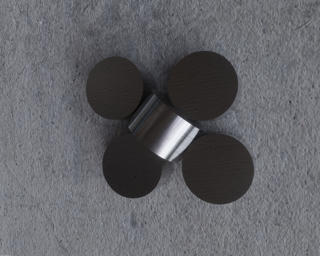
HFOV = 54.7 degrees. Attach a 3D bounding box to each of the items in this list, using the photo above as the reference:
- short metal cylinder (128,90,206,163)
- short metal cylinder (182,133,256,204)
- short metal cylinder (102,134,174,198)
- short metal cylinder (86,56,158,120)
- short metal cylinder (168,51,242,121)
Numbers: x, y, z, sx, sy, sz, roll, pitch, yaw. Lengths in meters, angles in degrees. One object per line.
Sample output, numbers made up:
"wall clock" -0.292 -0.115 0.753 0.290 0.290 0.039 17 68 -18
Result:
"short metal cylinder" 0.008 -0.003 0.378 0.080 0.080 0.050 41 103 15
"short metal cylinder" 0.072 0.046 0.370 0.080 0.050 0.079 0 90 19
"short metal cylinder" -0.027 0.047 0.404 0.080 0.050 0.079 0 90 19
"short metal cylinder" -0.050 -0.050 0.412 0.080 0.050 0.079 0 90 19
"short metal cylinder" 0.056 -0.048 0.375 0.080 0.050 0.079 0 90 19
